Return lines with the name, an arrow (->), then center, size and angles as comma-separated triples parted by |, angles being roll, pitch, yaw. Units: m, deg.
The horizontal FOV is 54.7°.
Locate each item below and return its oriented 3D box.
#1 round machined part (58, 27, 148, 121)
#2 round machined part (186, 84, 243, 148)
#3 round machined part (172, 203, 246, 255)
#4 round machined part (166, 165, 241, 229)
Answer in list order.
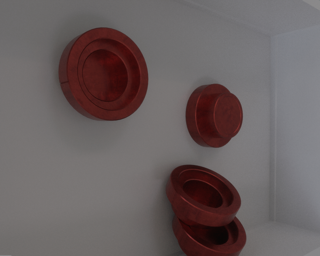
round machined part -> -0.064, -0.056, 0.341 | 0.099, 0.042, 0.097 | 0, 90, -40
round machined part -> 0.088, -0.019, 0.469 | 0.099, 0.042, 0.097 | 0, 90, -40
round machined part -> 0.063, 0.144, 0.421 | 0.099, 0.098, 0.042 | -3, 122, -40
round machined part -> 0.054, 0.095, 0.414 | 0.099, 0.098, 0.042 | -3, 124, -40
